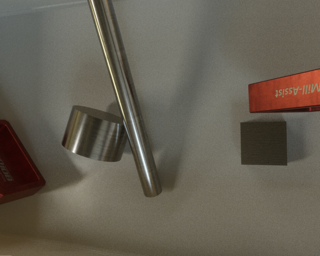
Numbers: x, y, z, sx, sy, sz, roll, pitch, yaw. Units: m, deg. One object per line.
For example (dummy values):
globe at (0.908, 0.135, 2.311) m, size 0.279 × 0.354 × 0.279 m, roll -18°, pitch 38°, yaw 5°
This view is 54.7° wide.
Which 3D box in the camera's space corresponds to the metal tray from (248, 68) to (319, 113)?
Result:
metal tray at (0.158, -0.033, 0.285) m, size 0.091 × 0.130 × 0.030 m, roll -2°, pitch 89°, yaw -25°

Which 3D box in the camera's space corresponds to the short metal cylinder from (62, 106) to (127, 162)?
short metal cylinder at (-0.082, 0.006, 0.409) m, size 0.080 × 0.080 × 0.050 m, roll 21°, pitch 97°, yaw 18°

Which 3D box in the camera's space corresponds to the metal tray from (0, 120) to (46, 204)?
metal tray at (-0.240, 0.046, 0.458) m, size 0.030 × 0.090 × 0.130 m, roll -40°, pitch 78°, yaw 16°

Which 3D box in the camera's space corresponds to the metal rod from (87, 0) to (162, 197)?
metal rod at (-0.043, -0.050, 0.362) m, size 0.025 × 0.025 × 0.298 m, roll -6°, pitch 112°, yaw 19°

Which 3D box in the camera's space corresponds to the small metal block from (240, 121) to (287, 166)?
small metal block at (0.123, 0.018, 0.367) m, size 0.050 × 0.025 × 0.050 m, roll -1°, pitch 90°, yaw 19°
